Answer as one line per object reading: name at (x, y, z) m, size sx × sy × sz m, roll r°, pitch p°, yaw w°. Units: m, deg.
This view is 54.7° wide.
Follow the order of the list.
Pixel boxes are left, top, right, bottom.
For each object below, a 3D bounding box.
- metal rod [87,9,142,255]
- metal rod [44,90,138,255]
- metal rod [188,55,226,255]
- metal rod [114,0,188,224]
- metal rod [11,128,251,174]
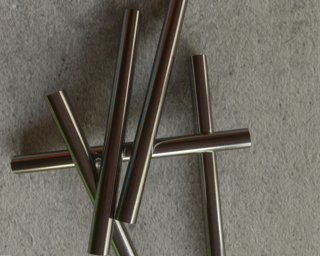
metal rod at (-0.052, -0.006, 0.377) m, size 0.025 × 0.025 × 0.299 m, roll 6°, pitch 77°, yaw -1°
metal rod at (-0.068, 0.097, 0.384) m, size 0.025 × 0.025 × 0.298 m, roll -22°, pitch 100°, yaw 0°
metal rod at (0.064, 0.054, 0.410) m, size 0.025 × 0.025 × 0.298 m, roll -6°, pitch 90°, yaw -1°
metal rod at (-0.006, -0.037, 0.379) m, size 0.025 × 0.025 × 0.299 m, roll 13°, pitch 78°, yaw -1°
metal rod at (-0.040, 0.030, 0.394) m, size 0.302 × 0.025 × 0.025 m, roll -7°, pitch 90°, yaw 5°
